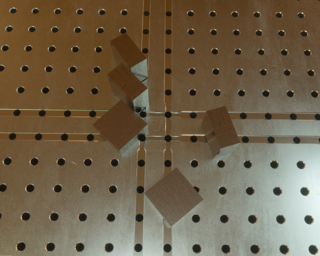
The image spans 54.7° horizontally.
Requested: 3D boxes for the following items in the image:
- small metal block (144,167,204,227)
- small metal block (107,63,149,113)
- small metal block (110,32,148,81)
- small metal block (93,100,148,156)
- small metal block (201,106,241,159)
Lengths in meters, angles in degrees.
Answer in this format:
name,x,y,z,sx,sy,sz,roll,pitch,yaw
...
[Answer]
name,x,y,z,sx,sy,sz,roll,pitch,yaw
small metal block,0.017,0.086,0.381,0.050,0.025,0.050,-37,75,-13
small metal block,-0.042,-0.051,0.417,0.025,0.050,0.050,-41,76,-14
small metal block,-0.042,-0.095,0.433,0.025,0.050,0.050,-33,74,-11
small metal block,-0.051,-0.001,0.411,0.050,0.025,0.050,43,75,13
small metal block,0.076,0.007,0.397,0.025,0.050,0.050,-16,71,-6
